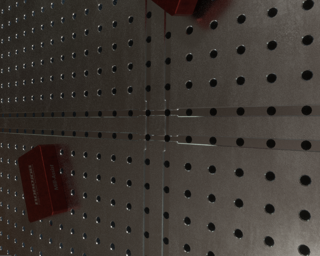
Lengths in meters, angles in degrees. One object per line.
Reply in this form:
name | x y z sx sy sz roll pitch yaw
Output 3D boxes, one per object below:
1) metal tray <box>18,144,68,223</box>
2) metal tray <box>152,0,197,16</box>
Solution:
metal tray | -0.225 0.105 0.588 0.090 0.030 0.129 -26 74 36
metal tray | 0.003 -0.206 0.375 0.130 0.030 0.089 48 134 29
